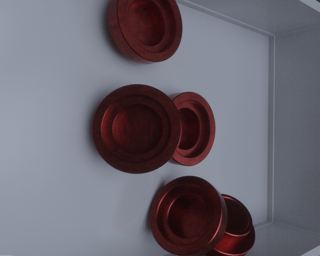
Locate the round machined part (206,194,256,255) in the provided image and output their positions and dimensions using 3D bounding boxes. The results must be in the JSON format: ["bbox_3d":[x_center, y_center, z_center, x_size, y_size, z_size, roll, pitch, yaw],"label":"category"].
[{"bbox_3d":[0.089,0.132,0.435,0.099,0.098,0.042,-15,140,-39],"label":"round machined part"}]

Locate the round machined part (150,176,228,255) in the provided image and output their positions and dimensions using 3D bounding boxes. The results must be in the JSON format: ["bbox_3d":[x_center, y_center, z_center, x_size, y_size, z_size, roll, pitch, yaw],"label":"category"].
[{"bbox_3d":[0.040,0.115,0.397,0.042,0.098,0.098,45,62,-48],"label":"round machined part"}]

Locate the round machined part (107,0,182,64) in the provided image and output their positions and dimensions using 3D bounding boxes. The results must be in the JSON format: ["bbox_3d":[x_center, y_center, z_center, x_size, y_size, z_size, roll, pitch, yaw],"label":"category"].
[{"bbox_3d":[-0.022,-0.127,0.378,0.099,0.042,0.097,0,90,-40],"label":"round machined part"}]

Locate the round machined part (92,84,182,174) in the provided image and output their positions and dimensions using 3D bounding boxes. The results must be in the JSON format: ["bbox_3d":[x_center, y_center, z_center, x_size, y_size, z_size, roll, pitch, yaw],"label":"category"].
[{"bbox_3d":[-0.024,0.002,0.355,0.042,0.099,0.097,29,64,-84],"label":"round machined part"}]

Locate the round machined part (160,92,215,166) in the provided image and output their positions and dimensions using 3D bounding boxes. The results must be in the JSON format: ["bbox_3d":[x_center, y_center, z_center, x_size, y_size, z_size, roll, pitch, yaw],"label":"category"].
[{"bbox_3d":[0.028,0.001,0.421,0.099,0.042,0.097,0,90,-40],"label":"round machined part"}]
